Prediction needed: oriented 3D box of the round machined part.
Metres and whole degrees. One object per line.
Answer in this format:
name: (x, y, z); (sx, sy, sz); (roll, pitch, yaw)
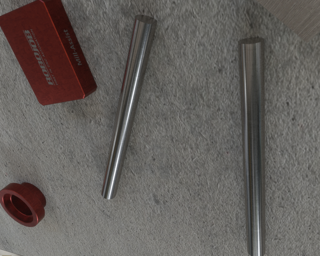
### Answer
round machined part: (-0.273, 0.150, 0.629); (0.098, 0.042, 0.097); (13, 124, 20)

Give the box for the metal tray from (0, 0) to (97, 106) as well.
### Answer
metal tray: (-0.151, -0.099, 0.420); (0.090, 0.030, 0.129); (-6, 116, 30)

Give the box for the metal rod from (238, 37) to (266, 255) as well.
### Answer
metal rod: (0.114, 0.044, 0.373); (0.025, 0.025, 0.298); (4, 120, 26)

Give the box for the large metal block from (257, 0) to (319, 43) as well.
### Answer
large metal block: (0.120, -0.130, 0.247); (0.080, 0.050, 0.080); (40, 129, 0)

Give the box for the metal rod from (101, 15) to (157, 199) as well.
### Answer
metal rod: (-0.050, -0.005, 0.428); (0.025, 0.025, 0.298); (26, 128, 12)
